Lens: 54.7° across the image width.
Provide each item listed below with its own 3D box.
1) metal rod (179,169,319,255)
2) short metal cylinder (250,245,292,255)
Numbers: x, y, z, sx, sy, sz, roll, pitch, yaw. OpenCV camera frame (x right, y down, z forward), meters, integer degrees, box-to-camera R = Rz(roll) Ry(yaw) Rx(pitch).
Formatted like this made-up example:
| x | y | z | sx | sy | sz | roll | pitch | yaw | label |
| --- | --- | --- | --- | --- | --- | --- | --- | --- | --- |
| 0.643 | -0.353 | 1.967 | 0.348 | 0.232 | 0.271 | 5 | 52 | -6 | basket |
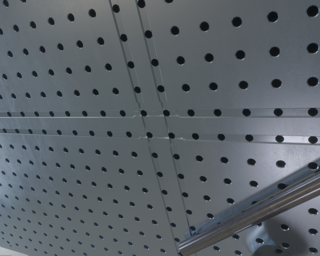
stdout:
| x | y | z | sx | sy | sz | roll | pitch | yaw | label |
| --- | --- | --- | --- | --- | --- | --- | --- | --- | --- |
| 0.124 | 0.119 | 0.418 | 0.025 | 0.025 | 0.299 | 44 | 129 | -2 | metal rod |
| 0.152 | 0.211 | 0.426 | 0.080 | 0.080 | 0.050 | 29 | 128 | 9 | short metal cylinder |
